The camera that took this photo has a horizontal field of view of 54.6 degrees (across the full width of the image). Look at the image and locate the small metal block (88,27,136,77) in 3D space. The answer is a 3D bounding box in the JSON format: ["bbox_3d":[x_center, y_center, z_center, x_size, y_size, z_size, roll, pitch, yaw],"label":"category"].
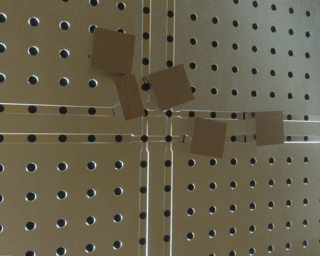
[{"bbox_3d":[-0.061,-0.094,0.390,0.050,0.025,0.050,7,88,-20],"label":"small metal block"}]

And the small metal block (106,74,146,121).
[{"bbox_3d":[-0.043,-0.036,0.383,0.025,0.050,0.050,-17,96,-19],"label":"small metal block"}]

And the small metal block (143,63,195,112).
[{"bbox_3d":[0.012,-0.053,0.417,0.050,0.025,0.050,-22,97,-19],"label":"small metal block"}]

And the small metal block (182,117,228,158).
[{"bbox_3d":[0.063,0.014,0.436,0.050,0.025,0.050,10,87,-20],"label":"small metal block"}]

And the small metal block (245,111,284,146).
[{"bbox_3d":[0.159,0.000,0.471,0.050,0.025,0.050,-3,91,-20],"label":"small metal block"}]
